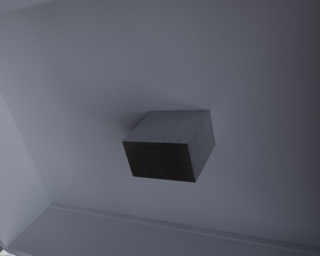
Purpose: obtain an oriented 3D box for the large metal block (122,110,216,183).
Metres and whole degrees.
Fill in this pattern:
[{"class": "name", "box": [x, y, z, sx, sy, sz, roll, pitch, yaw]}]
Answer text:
[{"class": "large metal block", "box": [0.014, 0.018, 0.376, 0.080, 0.080, 0.050, 1, 119, 27]}]
